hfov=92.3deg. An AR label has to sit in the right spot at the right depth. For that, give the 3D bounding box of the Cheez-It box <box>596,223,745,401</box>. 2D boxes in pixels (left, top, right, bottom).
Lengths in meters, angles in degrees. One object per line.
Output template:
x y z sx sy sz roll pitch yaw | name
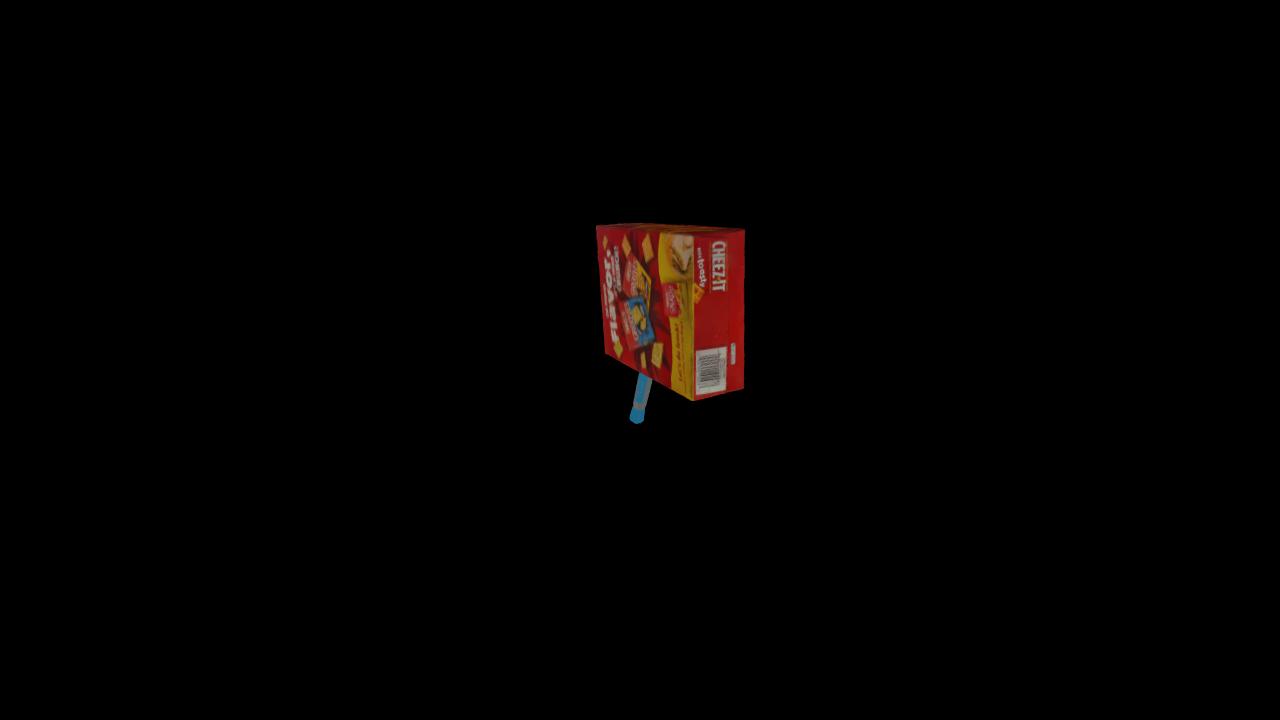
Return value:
0.027 -0.065 0.687 0.071 0.166 0.223 -10 17 -26 | Cheez-It box

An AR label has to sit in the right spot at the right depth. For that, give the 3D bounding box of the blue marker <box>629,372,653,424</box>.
0.004 0.034 0.758 0.020 0.121 0.020 7 39 -6 | blue marker
